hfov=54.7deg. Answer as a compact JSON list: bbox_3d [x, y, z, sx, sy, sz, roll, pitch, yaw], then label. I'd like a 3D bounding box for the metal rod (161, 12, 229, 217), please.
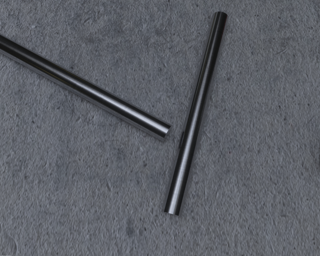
[{"bbox_3d":[0.052,-0.032,0.420,0.025,0.025,0.299,14,70,5],"label":"metal rod"}]

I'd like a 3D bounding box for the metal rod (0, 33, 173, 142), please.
[{"bbox_3d":[-0.120,-0.063,0.430,0.301,0.025,0.025,28,73,9],"label":"metal rod"}]
